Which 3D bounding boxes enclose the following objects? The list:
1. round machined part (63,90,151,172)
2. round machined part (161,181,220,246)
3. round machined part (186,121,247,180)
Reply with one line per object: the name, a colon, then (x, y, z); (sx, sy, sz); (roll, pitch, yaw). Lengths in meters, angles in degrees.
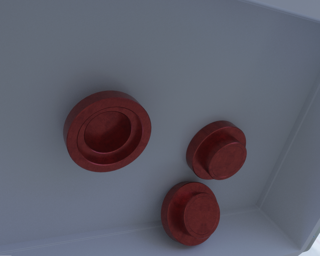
round machined part: (-0.063, 0.001, 0.365); (0.099, 0.042, 0.097); (-14, 125, -21)
round machined part: (0.054, 0.133, 0.482); (0.099, 0.042, 0.097); (4, 82, -30)
round machined part: (0.093, 0.041, 0.476); (0.099, 0.042, 0.097); (-14, 125, -21)
